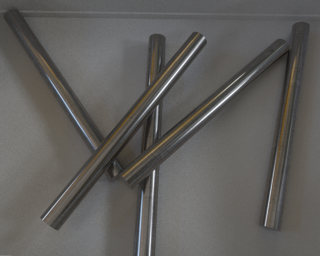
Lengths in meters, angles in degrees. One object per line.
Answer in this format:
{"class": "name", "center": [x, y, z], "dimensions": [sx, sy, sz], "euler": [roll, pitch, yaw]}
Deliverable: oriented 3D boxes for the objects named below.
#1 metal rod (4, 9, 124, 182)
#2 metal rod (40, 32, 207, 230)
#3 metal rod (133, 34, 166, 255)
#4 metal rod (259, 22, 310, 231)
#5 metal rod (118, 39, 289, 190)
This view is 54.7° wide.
{"class": "metal rod", "center": [-0.138, -0.055, 0.428], "dimensions": [0.025, 0.025, 0.299], "euler": [-33, 74, -11]}
{"class": "metal rod", "center": [-0.034, -0.009, 0.384], "dimensions": [0.025, 0.025, 0.300], "euler": [34, 73, 11]}
{"class": "metal rod", "center": [-0.011, 0.009, 0.406], "dimensions": [0.025, 0.025, 0.299], "euler": [3, 70, 1]}
{"class": "metal rod", "center": [0.171, -0.016, 0.416], "dimensions": [0.025, 0.025, 0.299], "euler": [15, 71, 5]}
{"class": "metal rod", "center": [0.069, -0.029, 0.404], "dimensions": [0.301, 0.025, 0.025], "euler": [-40, 75, -19]}
